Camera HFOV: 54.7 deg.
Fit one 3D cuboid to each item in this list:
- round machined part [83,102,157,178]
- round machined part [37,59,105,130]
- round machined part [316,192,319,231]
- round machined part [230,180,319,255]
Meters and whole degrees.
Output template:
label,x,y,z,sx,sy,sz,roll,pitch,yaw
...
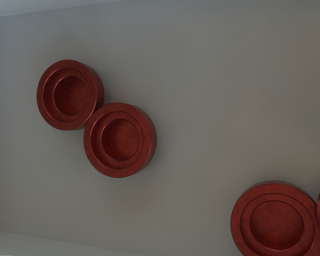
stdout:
label,x,y,z,sx,sy,sz,roll,pitch,yaw
round machined part,-0.050,0.016,0.418,0.098,0.042,0.097,0,90,19
round machined part,-0.122,-0.045,0.443,0.098,0.042,0.097,0,90,19
round machined part,0.197,0.088,0.313,0.042,0.099,0.097,-13,85,55
round machined part,0.133,0.108,0.355,0.098,0.042,0.097,0,90,19
